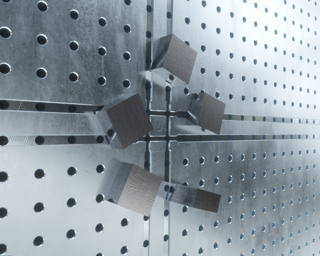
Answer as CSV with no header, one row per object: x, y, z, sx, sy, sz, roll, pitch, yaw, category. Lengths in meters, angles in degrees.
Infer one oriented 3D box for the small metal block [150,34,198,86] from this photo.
0.020,-0.092,0.424,0.050,0.025,0.050,26,74,-37,small metal block

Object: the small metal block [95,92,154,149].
-0.042,-0.009,0.373,0.050,0.025,0.050,-35,111,-34,small metal block

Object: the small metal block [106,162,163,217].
-0.031,0.076,0.383,0.050,0.025,0.050,33,69,-35,small metal block

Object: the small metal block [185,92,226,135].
0.069,-0.020,0.465,0.050,0.025,0.050,22,76,-38,small metal block

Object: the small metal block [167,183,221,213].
0.047,0.097,0.432,0.050,0.050,0.025,23,76,-38,small metal block
